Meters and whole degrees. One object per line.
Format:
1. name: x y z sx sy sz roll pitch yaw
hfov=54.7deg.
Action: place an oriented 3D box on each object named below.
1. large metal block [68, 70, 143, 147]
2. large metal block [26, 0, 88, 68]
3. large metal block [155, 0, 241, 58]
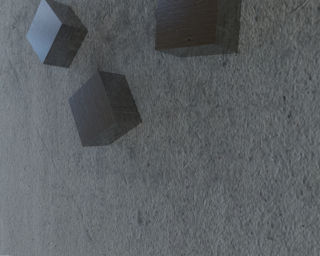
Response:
1. large metal block: -0.083 -0.026 0.457 0.080 0.050 0.080 -34 69 35
2. large metal block: -0.180 -0.164 0.538 0.080 0.050 0.080 -52 60 27
3. large metal block: 0.043 -0.127 0.353 0.080 0.050 0.079 6 94 40
